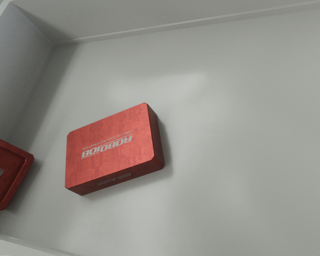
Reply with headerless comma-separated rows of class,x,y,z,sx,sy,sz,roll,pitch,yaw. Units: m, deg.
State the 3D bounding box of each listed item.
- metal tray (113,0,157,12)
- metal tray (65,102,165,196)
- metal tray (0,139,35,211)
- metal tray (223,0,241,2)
metal tray,-0.044,-0.280,0.598,0.090,0.030,0.130,-49,52,-7
metal tray,-0.064,0.029,0.417,0.130,0.030,0.090,-20,54,15
metal tray,-0.263,0.052,0.442,0.030,0.130,0.090,-8,54,55
metal tray,0.136,-0.251,0.472,0.090,0.030,0.130,-5,58,8
